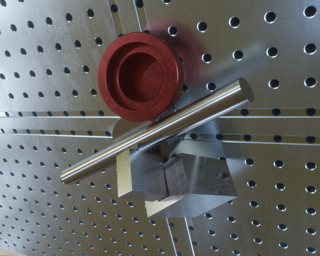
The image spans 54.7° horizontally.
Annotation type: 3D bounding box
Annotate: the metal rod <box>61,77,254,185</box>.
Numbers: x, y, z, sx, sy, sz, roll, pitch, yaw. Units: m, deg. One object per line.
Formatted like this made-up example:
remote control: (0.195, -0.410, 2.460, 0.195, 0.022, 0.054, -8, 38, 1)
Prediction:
metal rod: (-0.029, 0.019, 0.371, 0.299, 0.025, 0.025, -27, 104, 37)

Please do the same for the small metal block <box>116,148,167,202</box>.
small metal block: (-0.022, 0.056, 0.361, 0.050, 0.050, 0.025, 19, 142, -39)

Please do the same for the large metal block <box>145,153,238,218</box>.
large metal block: (0.036, 0.076, 0.393, 0.081, 0.050, 0.080, 13, 142, -37)

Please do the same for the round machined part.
round machined part: (-0.019, -0.058, 0.358, 0.098, 0.042, 0.097, 3, 97, 22)

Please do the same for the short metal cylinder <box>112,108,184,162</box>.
short metal cylinder: (-0.014, 0.009, 0.406, 0.080, 0.050, 0.079, 13, 124, 20)
